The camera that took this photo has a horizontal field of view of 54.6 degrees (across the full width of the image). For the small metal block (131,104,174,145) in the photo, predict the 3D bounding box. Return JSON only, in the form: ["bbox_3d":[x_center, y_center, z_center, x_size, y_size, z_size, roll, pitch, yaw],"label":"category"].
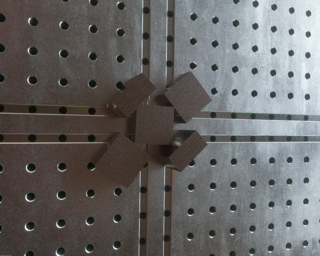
[{"bbox_3d":[-0.010,-0.004,0.408,0.050,0.025,0.050,4,88,-19],"label":"small metal block"}]

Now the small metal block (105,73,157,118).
[{"bbox_3d":[-0.037,-0.039,0.385,0.025,0.050,0.050,46,77,-15],"label":"small metal block"}]

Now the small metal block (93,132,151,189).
[{"bbox_3d":[-0.049,0.040,0.394,0.050,0.025,0.050,40,77,-16],"label":"small metal block"}]

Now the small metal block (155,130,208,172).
[{"bbox_3d":[0.027,0.028,0.409,0.050,0.050,0.025,-44,104,-15],"label":"small metal block"}]

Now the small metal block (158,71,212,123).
[{"bbox_3d":[0.034,-0.041,0.425,0.050,0.025,0.050,-42,103,-15],"label":"small metal block"}]
